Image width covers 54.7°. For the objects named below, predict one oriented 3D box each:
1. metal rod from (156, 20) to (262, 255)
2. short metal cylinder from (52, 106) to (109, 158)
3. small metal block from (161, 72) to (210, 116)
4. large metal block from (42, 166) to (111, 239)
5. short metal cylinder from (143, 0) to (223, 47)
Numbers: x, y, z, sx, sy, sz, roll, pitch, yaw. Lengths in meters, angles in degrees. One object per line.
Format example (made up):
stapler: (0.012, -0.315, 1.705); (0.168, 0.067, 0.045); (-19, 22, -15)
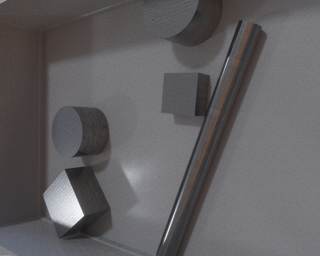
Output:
metal rod: (0.051, 0.028, 0.363); (0.025, 0.025, 0.298); (28, 107, 36)
short metal cylinder: (-0.127, 0.006, 0.493); (0.080, 0.050, 0.079); (0, 90, 39)
small metal block: (0.031, -0.041, 0.380); (0.050, 0.025, 0.050); (7, 95, 39)
large metal block: (-0.137, 0.119, 0.500); (0.080, 0.050, 0.080); (-45, 63, 30)
short metal cylinder: (0.026, -0.142, 0.367); (0.080, 0.050, 0.079); (0, 90, 39)
